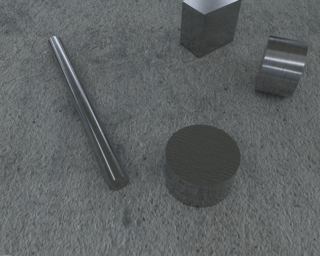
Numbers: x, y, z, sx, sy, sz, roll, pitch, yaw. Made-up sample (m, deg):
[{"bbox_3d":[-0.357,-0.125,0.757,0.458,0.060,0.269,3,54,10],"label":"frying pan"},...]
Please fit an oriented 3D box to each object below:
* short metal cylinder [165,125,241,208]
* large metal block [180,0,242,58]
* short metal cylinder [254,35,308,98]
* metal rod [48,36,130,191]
[{"bbox_3d":[0.046,0.042,0.352,0.081,0.050,0.080,0,50,0],"label":"short metal cylinder"},{"bbox_3d":[0.082,-0.176,0.516,0.081,0.080,0.050,-30,56,-23],"label":"large metal block"},{"bbox_3d":[0.171,-0.088,0.443,0.050,0.080,0.080,15,52,12],"label":"short metal cylinder"},{"bbox_3d":[-0.111,-0.040,0.436,0.025,0.025,0.300,-20,53,-16],"label":"metal rod"}]
